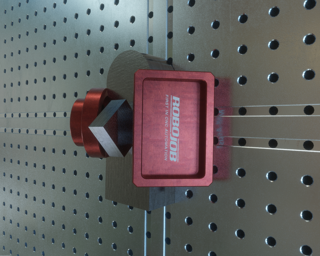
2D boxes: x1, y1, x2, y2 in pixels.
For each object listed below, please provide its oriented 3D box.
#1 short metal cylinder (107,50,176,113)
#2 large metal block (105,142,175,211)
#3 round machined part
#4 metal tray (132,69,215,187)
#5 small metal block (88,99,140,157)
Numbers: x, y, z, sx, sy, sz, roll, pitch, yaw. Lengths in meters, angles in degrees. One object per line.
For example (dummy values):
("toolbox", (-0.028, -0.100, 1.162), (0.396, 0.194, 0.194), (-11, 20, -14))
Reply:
("short metal cylinder", (-0.025, -0.059, 0.413), (0.080, 0.050, 0.080), (0, 90, 40))
("large metal block", (-0.027, 0.058, 0.415), (0.080, 0.050, 0.079), (3, 92, 40))
("round machined part", (-0.093, -0.007, 0.433), (0.042, 0.098, 0.097), (1, 91, 7))
("metal tray", (0.014, 0.001, 0.357), (0.030, 0.091, 0.129), (-174, 85, -83))
("small metal block", (-0.052, 0.000, 0.381), (0.025, 0.050, 0.050), (0, 132, 37))
